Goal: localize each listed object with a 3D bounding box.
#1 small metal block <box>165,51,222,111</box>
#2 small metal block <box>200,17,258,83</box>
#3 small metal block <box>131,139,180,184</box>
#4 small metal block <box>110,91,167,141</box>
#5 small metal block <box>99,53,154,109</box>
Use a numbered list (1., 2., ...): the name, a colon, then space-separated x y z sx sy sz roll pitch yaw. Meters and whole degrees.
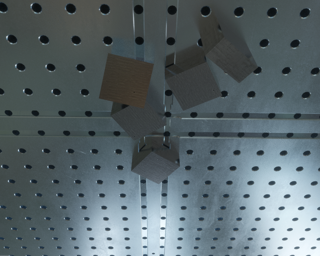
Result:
1. small metal block: 0.039 -0.054 0.366 0.050 0.025 0.050 -21 127 16
2. small metal block: 0.072 -0.082 0.326 0.050 0.050 0.025 32 123 -25
3. small metal block: -0.007 0.051 0.455 0.050 0.025 0.050 30 124 -24
4. small metal block: -0.026 -0.017 0.397 0.050 0.025 0.050 -26 126 20
5. small metal block: -0.037 -0.053 0.349 0.050 0.025 0.050 13 98 -4
